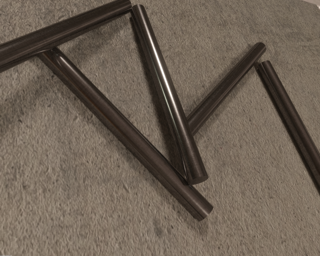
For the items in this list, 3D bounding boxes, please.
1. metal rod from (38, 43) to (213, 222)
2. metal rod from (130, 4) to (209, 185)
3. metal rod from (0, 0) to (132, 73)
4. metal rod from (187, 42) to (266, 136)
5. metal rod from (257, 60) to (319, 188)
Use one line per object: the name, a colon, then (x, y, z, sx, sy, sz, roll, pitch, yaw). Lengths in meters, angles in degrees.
metal rod: (-0.050, -0.004, 0.380, 0.300, 0.025, 0.025, 46, 51, 3)
metal rod: (0.004, -0.064, 0.432, 0.025, 0.025, 0.299, -1, 58, -29)
metal rod: (-0.120, -0.119, 0.383, 0.025, 0.025, 0.301, 41, 42, -1)
metal rod: (0.114, -0.074, 0.512, 0.025, 0.025, 0.302, 44, 51, 1)
metal rod: (0.240, 0.011, 0.529, 0.025, 0.025, 0.299, -5, 64, -31)
